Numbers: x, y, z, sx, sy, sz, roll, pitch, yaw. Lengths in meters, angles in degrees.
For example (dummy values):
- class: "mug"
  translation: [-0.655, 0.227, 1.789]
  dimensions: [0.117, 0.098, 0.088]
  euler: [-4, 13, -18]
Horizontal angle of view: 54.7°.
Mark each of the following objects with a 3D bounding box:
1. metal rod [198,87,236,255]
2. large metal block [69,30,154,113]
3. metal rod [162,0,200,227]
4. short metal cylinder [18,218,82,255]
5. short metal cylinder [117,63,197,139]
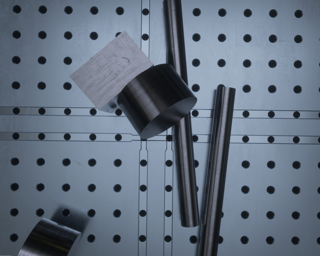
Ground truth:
- class: "metal rod"
  translation: [0.072, 0.095, 0.413]
  dimensions: [0.025, 0.025, 0.298]
  euler: [6, 90, 0]
- class: "large metal block"
  translation: [-0.054, -0.065, 0.385]
  dimensions: [0.080, 0.080, 0.050]
  euler: [-40, 90, 0]
- class: "metal rod"
  translation: [0.028, -0.020, 0.413]
  dimensions: [0.025, 0.025, 0.298]
  euler: [-5, 90, 0]
- class: "short metal cylinder"
  translation: [-0.139, 0.160, 0.385]
  dimensions: [0.050, 0.080, 0.080]
  euler: [22, 90, 0]
- class: "short metal cylinder"
  translation: [-0.003, -0.030, 0.369]
  dimensions: [0.080, 0.080, 0.050]
  euler: [-35, 76, 0]
